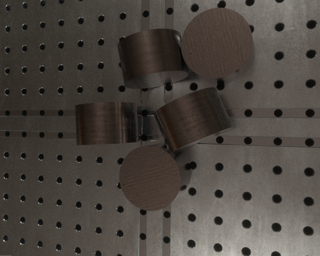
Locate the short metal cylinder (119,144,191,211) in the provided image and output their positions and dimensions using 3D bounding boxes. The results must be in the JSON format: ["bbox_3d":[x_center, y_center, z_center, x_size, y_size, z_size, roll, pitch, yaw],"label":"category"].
[{"bbox_3d":[-0.005,0.061,0.400,0.080,0.050,0.079,0,90,19],"label":"short metal cylinder"}]

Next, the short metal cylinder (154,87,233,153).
[{"bbox_3d":[0.039,-0.008,0.369,0.080,0.080,0.050,-25,82,18],"label":"short metal cylinder"}]

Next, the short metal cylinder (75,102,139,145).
[{"bbox_3d":[-0.069,-0.005,0.407,0.080,0.080,0.050,-3,89,19],"label":"short metal cylinder"}]

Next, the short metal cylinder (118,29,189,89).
[{"bbox_3d":[-0.009,-0.083,0.386,0.080,0.080,0.050,-12,86,19],"label":"short metal cylinder"}]

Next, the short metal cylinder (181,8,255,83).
[{"bbox_3d":[0.071,-0.096,0.374,0.080,0.050,0.079,0,90,19],"label":"short metal cylinder"}]
